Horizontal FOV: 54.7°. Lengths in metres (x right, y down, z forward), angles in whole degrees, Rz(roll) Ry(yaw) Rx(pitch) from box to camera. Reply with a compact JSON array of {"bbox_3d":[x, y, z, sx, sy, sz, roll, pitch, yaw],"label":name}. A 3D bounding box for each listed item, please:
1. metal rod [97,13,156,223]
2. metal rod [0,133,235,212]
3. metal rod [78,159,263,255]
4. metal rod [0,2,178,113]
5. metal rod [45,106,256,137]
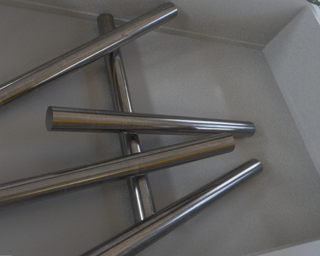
[{"bbox_3d":[-0.048,-0.029,0.397,0.025,0.025,0.299,0,62,-28],"label":"metal rod"},{"bbox_3d":[-0.050,0.044,0.324,0.303,0.025,0.025,-11,67,-24],"label":"metal rod"},{"bbox_3d":[0.029,0.089,0.344,0.302,0.025,0.025,-17,71,-42],"label":"metal rod"},{"bbox_3d":[-0.085,-0.098,0.393,0.302,0.025,0.025,-38,84,-31],"label":"metal rod"},{"bbox_3d":[0.015,-0.004,0.390,0.302,0.025,0.025,3,60,-36],"label":"metal rod"}]
